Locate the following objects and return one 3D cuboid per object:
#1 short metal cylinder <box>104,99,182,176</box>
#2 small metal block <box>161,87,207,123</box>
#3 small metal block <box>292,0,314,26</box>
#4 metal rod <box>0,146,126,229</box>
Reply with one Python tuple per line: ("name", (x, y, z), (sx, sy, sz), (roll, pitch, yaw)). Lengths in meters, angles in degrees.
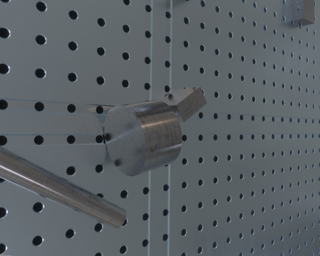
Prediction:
("short metal cylinder", (-0.021, 0.010, 0.356), (0.050, 0.080, 0.079), (-13, 99, -39))
("small metal block", (0.025, -0.031, 0.414), (0.050, 0.050, 0.025), (-39, 114, -33))
("small metal block", (0.308, -0.252, 0.667), (0.050, 0.025, 0.050), (0, 90, -40))
("metal rod", (-0.148, 0.031, 0.285), (0.301, 0.025, 0.025), (38, 67, -34))
